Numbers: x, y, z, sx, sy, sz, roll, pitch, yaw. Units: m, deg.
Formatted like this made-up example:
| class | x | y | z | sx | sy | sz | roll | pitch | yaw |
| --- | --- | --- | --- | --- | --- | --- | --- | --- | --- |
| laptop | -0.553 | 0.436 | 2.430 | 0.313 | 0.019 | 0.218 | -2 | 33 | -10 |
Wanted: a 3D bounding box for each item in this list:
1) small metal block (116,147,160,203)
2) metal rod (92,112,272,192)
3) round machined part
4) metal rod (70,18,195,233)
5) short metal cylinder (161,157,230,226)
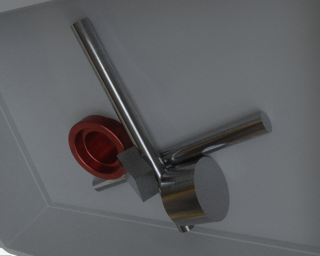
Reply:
| class | x | y | z | sx | sy | sz | roll | pitch | yaw |
| --- | --- | --- | --- | --- | --- | --- | --- | --- | --- |
| small metal block | -0.029 | 0.060 | 0.405 | 0.050 | 0.025 | 0.050 | 44 | 157 | 41 |
| metal rod | 0.007 | 0.044 | 0.429 | 0.299 | 0.025 | 0.025 | -25 | 105 | 36 |
| round machined part | -0.080 | 0.024 | 0.451 | 0.098 | 0.042 | 0.097 | 13 | 124 | 20 |
| metal rod | -0.030 | 0.003 | 0.400 | 0.025 | 0.025 | 0.299 | -21 | 101 | 35 |
| short metal cylinder | 0.046 | 0.082 | 0.396 | 0.050 | 0.080 | 0.080 | -21 | 107 | 36 |
